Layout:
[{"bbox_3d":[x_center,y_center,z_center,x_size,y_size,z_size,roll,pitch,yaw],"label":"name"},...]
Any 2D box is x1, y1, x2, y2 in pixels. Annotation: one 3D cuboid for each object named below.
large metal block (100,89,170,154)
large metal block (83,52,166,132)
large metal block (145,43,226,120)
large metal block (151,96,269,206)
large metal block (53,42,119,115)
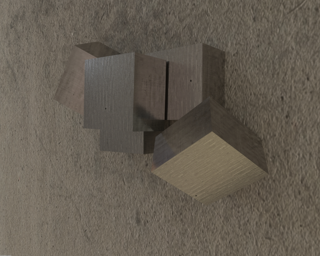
[{"bbox_3d":[-0.034,-0.009,0.414,0.080,0.050,0.079,0,90,39],"label":"large metal block"},{"bbox_3d":[-0.041,-0.038,0.354,0.080,0.050,0.079,3,92,39],"label":"large metal block"},{"bbox_3d":[0.029,-0.049,0.365,0.080,0.050,0.079,0,90,39],"label":"large metal block"},{"bbox_3d":[0.050,0.027,0.320,0.080,0.080,0.050,-38,29,33],"label":"large metal block"},{"bbox_3d":[-0.095,-0.072,0.438,0.050,0.080,0.080,29,112,1],"label":"large metal block"}]
